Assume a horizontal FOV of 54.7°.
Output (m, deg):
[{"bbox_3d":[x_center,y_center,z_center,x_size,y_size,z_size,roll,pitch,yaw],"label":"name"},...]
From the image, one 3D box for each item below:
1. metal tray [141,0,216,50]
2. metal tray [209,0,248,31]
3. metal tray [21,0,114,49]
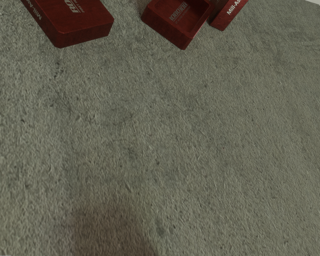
[{"bbox_3d":[0.035,-0.203,0.542,0.090,0.030,0.130,35,51,-5],"label":"metal tray"},{"bbox_3d":[0.138,-0.254,0.565,0.030,0.129,0.090,20,54,-17],"label":"metal tray"},{"bbox_3d":[-0.138,-0.179,0.435,0.091,0.030,0.130,-30,79,-38],"label":"metal tray"}]
